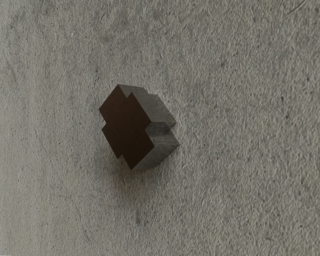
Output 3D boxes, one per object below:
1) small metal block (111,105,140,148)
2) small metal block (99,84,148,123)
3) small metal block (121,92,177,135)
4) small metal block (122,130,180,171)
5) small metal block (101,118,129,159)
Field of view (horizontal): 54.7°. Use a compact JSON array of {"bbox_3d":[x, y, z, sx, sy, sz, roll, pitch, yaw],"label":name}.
[{"bbox_3d":[-0.029,-0.003,0.411,0.025,0.050,0.050,-47,62,30],"label":"small metal block"},{"bbox_3d":[-0.047,-0.032,0.426,0.050,0.050,0.025,-46,63,30],"label":"small metal block"},{"bbox_3d":[-0.014,-0.018,0.399,0.025,0.050,0.050,-48,62,29],"label":"small metal block"},{"bbox_3d":[-0.011,0.027,0.397,0.050,0.050,0.025,-46,63,30],"label":"small metal block"},{"bbox_3d":[-0.044,0.013,0.423,0.025,0.050,0.050,-47,62,30],"label":"small metal block"}]
